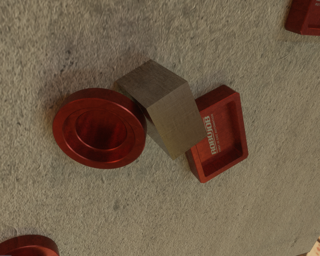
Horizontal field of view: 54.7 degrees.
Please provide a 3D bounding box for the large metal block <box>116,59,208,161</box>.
[{"bbox_3d":[0.002,-0.023,0.358,0.050,0.080,0.080,-35,130,-10],"label":"large metal block"}]

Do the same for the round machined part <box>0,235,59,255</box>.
[{"bbox_3d":[-0.184,0.195,0.417,0.099,0.042,0.097,-14,125,-21],"label":"round machined part"}]

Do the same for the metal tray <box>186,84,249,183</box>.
[{"bbox_3d":[0.079,0.012,0.456,0.090,0.030,0.129,-29,129,-11],"label":"metal tray"}]

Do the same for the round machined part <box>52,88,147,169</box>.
[{"bbox_3d":[-0.063,-0.003,0.343,0.099,0.042,0.097,2,128,2],"label":"round machined part"}]

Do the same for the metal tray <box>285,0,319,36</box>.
[{"bbox_3d":[0.244,-0.175,0.430,0.131,0.030,0.089,-6,121,-26],"label":"metal tray"}]
